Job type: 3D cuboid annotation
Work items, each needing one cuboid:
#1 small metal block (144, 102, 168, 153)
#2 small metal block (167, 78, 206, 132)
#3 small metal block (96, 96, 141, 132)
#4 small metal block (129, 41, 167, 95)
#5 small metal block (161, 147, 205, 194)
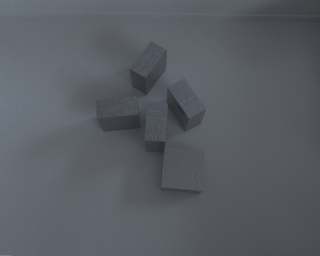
[{"bbox_3d":[-0.004,0.001,0.396,0.025,0.050,0.050,3,70,1],"label":"small metal block"},{"bbox_3d":[0.033,-0.029,0.407,0.025,0.050,0.050,-29,73,-10],"label":"small metal block"},{"bbox_3d":[-0.053,-0.017,0.402,0.050,0.050,0.025,-6,70,-3],"label":"small metal block"},{"bbox_3d":[-0.015,-0.081,0.426,0.025,0.050,0.050,32,73,10],"label":"small metal block"},{"bbox_3d":[0.028,0.054,0.390,0.050,0.025,0.050,5,70,1],"label":"small metal block"}]
